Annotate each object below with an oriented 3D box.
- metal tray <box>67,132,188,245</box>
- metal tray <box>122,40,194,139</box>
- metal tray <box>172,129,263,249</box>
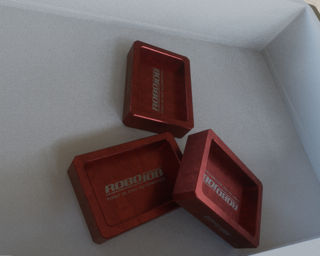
[{"bbox_3d":[-0.026,0.062,0.351,0.131,0.030,0.090,-14,69,-34],"label":"metal tray"},{"bbox_3d":[-0.002,-0.056,0.436,0.091,0.030,0.130,14,56,-21],"label":"metal tray"},{"bbox_3d":[0.075,0.074,0.368,0.130,0.030,0.090,43,46,-29],"label":"metal tray"}]
